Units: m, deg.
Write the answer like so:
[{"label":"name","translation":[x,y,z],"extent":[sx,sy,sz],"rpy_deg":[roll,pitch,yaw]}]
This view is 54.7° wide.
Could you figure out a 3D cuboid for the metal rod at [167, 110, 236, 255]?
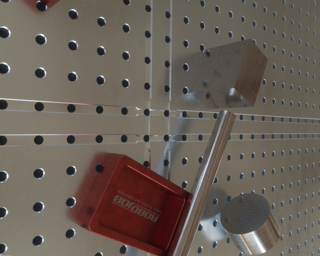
[{"label":"metal rod","translation":[0.043,0.111,0.405],"extent":[0.025,0.025,0.300],"rpy_deg":[36,68,-34]}]

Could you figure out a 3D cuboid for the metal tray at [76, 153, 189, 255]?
[{"label":"metal tray","translation":[-0.025,0.098,0.384],"extent":[0.130,0.030,0.090],"rpy_deg":[36,68,-34]}]

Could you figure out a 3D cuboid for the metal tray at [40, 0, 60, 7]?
[{"label":"metal tray","translation":[-0.127,-0.198,0.298],"extent":[0.130,0.030,0.090],"rpy_deg":[44,63,-31]}]

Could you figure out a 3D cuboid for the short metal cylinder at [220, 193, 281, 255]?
[{"label":"short metal cylinder","translation":[0.144,0.152,0.495],"extent":[0.080,0.080,0.050],"rpy_deg":[-47,118,-30]}]

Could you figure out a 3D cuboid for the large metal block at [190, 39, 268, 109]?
[{"label":"large metal block","translation":[0.102,-0.076,0.458],"extent":[0.050,0.080,0.080],"rpy_deg":[34,69,-35]}]
